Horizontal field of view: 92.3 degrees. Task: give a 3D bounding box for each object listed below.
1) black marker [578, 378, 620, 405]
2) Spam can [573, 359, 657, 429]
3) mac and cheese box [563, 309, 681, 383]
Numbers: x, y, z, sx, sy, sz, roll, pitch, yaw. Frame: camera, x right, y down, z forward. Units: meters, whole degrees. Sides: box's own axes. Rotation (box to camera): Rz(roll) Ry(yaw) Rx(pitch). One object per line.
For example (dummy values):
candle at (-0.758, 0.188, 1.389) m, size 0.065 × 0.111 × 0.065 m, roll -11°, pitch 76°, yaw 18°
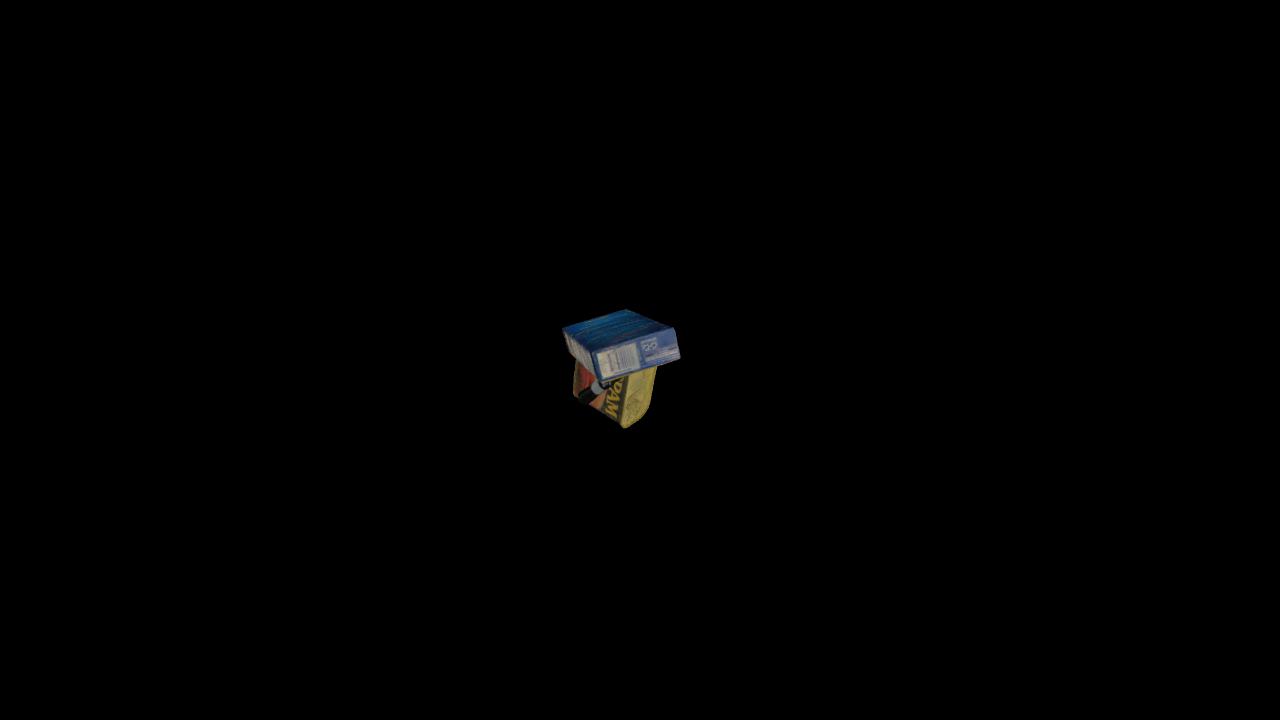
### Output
black marker at (-0.031, 0.018, 0.719) m, size 0.121 × 0.020 × 0.020 m, roll -38°, pitch -22°, yaw 31°
Spam can at (-0.032, 0.019, 0.754) m, size 0.085 × 0.101 × 0.058 m, roll 29°, pitch 34°, yaw 28°
mac and cheese box at (-0.028, -0.021, 0.716) m, size 0.093 × 0.041 × 0.184 m, roll -19°, pitch 15°, yaw -12°
